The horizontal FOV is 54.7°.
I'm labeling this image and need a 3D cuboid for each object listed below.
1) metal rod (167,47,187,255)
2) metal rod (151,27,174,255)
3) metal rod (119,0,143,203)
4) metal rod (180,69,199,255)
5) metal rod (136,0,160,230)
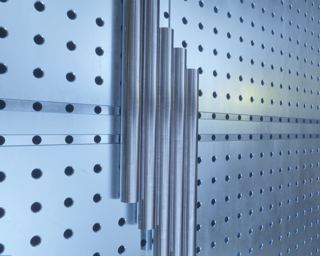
[{"bbox_3d":[0.022,0.040,0.429,0.025,0.025,0.298,2,89,-40],"label":"metal rod"},{"bbox_3d":[0.004,0.018,0.413,0.025,0.025,0.298,2,89,-40],"label":"metal rod"},{"bbox_3d":[-0.035,-0.060,0.381,0.025,0.025,0.298,1,89,-40],"label":"metal rod"},{"bbox_3d":[0.041,0.066,0.445,0.025,0.025,0.298,2,89,-40],"label":"metal rod"},{"bbox_3d":[-0.015,-0.023,0.397,0.025,0.025,0.298,2,89,-40],"label":"metal rod"}]
